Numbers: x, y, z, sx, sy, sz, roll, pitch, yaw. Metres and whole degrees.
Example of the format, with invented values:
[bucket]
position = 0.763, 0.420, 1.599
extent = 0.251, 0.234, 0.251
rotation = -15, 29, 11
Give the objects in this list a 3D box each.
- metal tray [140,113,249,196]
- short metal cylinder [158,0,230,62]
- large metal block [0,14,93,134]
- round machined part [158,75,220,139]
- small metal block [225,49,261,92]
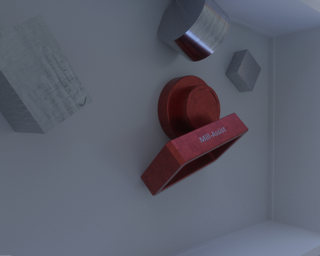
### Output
[metal tray]
position = 0.046, 0.033, 0.405
extent = 0.131, 0.089, 0.030
rotation = -21, 67, -38
[short metal cylinder]
position = 0.044, -0.136, 0.410
extent = 0.050, 0.080, 0.080
rotation = 28, 72, -37
[large metal block]
position = -0.118, -0.042, 0.273
extent = 0.050, 0.080, 0.080
rotation = -42, 116, -32
[round machined part]
position = 0.048, -0.026, 0.438
extent = 0.099, 0.042, 0.097
rotation = 0, 90, -40
[small metal block]
position = 0.143, -0.097, 0.529
extent = 0.050, 0.025, 0.050
rotation = 41, 65, -33
